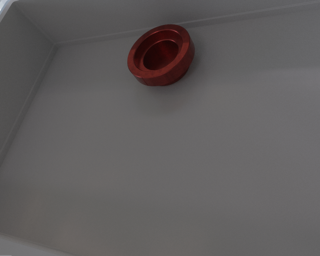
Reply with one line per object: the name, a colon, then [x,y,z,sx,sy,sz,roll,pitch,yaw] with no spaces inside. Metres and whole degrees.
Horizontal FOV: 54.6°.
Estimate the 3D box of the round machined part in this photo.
round machined part: [0.005,-0.101,0.455,0.098,0.042,0.098,-13,56,21]
